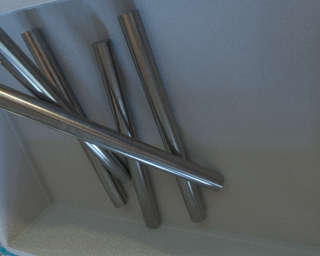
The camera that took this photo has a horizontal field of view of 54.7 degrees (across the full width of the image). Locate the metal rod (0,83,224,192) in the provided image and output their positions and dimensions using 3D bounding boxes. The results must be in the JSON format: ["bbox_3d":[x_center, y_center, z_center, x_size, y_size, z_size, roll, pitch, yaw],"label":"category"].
[{"bbox_3d":[-0.052,0.017,0.366,0.302,0.025,0.025,24,132,-19],"label":"metal rod"}]

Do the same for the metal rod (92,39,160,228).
[{"bbox_3d":[-0.042,0.025,0.445,0.025,0.025,0.298,2,119,27],"label":"metal rod"}]

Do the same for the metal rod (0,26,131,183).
[{"bbox_3d":[-0.112,-0.014,0.381,0.025,0.025,0.300,-1,143,29],"label":"metal rod"}]

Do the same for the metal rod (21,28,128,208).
[{"bbox_3d":[-0.121,-0.002,0.471,0.025,0.025,0.299,-10,114,32],"label":"metal rod"}]

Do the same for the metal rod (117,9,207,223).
[{"bbox_3d":[0.011,0.001,0.403,0.025,0.025,0.298,-6,116,31],"label":"metal rod"}]
